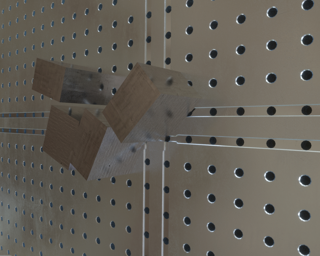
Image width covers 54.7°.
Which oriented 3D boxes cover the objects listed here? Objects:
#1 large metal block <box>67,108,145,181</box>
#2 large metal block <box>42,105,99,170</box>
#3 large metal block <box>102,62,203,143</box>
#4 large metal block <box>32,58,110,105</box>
[{"bbox_3d":[-0.069,0.021,0.428,0.050,0.081,0.079,37,113,33],"label":"large metal block"},{"bbox_3d":[-0.142,0.013,0.507,0.080,0.050,0.079,26,106,36],"label":"large metal block"},{"bbox_3d":[-0.009,-0.028,0.379,0.080,0.081,0.050,-49,61,28],"label":"large metal block"},{"bbox_3d":[-0.139,-0.072,0.485,0.080,0.081,0.050,22,104,37],"label":"large metal block"}]
